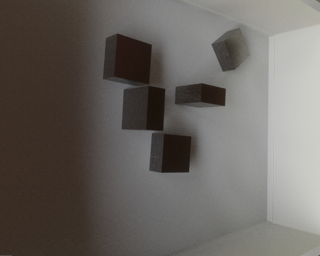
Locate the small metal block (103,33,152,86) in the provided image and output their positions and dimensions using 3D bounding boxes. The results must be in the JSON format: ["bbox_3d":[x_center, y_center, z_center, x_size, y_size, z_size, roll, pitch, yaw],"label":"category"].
[{"bbox_3d":[-0.039,-0.081,0.375,0.050,0.025,0.050,6,86,-40],"label":"small metal block"}]

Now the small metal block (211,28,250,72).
[{"bbox_3d":[0.117,-0.128,0.507,0.050,0.025,0.050,-43,116,-32],"label":"small metal block"}]

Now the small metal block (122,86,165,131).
[{"bbox_3d":[-0.021,-0.022,0.375,0.025,0.050,0.050,5,87,-40],"label":"small metal block"}]

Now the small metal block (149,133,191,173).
[{"bbox_3d":[0.015,0.034,0.421,0.050,0.025,0.050,6,86,-40],"label":"small metal block"}]

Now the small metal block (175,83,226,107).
[{"bbox_3d":[0.057,-0.045,0.441,0.050,0.050,0.025,5,87,-40],"label":"small metal block"}]
